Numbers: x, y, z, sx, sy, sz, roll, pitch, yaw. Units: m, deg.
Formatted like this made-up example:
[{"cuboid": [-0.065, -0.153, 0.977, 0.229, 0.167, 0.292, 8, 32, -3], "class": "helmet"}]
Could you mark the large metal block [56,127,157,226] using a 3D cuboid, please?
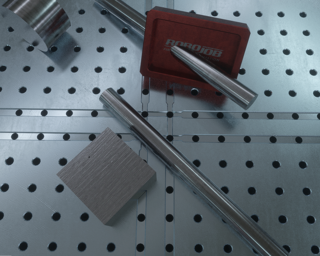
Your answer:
[{"cuboid": [-0.061, 0.060, 0.376, 0.080, 0.050, 0.080, 42, 75, 13], "class": "large metal block"}]

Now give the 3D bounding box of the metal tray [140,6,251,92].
[{"cuboid": [0.044, -0.104, 0.416, 0.131, 0.089, 0.030, 13, 31, 4], "class": "metal tray"}]

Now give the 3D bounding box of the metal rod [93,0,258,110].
[{"cuboid": [0.007, -0.123, 0.439, 0.300, 0.025, 0.025, 40, 75, 20], "class": "metal rod"}]

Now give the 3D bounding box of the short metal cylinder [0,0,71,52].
[{"cuboid": [-0.175, -0.155, 0.438, 0.080, 0.080, 0.050, 33, 73, 11], "class": "short metal cylinder"}]

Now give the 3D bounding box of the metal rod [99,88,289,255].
[{"cuboid": [0.032, 0.053, 0.392, 0.300, 0.025, 0.025, 43, 75, 14], "class": "metal rod"}]
